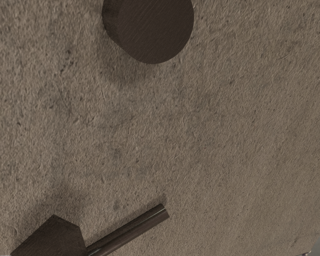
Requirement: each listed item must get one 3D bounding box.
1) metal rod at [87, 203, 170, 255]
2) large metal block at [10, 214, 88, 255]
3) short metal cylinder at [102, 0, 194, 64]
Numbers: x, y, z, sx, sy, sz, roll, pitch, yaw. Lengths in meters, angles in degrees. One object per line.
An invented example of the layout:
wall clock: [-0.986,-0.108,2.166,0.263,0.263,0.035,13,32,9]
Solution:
metal rod: [-0.121,0.202,0.467,0.302,0.025,0.025,-28,128,-11]
large metal block: [-0.143,0.176,0.403,0.080,0.080,0.050,-43,130,1]
short metal cylinder: [-0.013,-0.112,0.316,0.081,0.050,0.079,-14,125,-21]
